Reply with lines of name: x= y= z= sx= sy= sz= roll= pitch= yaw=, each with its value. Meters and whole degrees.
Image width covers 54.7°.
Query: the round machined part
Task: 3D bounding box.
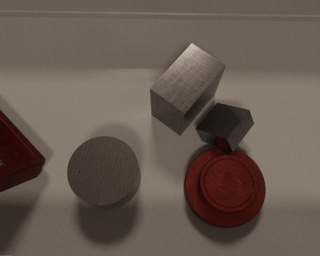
round machined part: x=0.079 y=0.070 z=0.376 sx=0.099 sy=0.042 sz=0.098 roll=0 pitch=70 yaw=-1

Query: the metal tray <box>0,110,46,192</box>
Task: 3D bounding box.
metal tray: x=-0.214 y=0.018 z=0.367 sx=0.130 sy=0.091 sz=0.030 roll=43 pitch=118 yaw=13

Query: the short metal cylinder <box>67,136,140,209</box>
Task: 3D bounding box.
short metal cylinder: x=-0.065 y=0.055 z=0.375 sx=0.081 sy=0.050 sz=0.080 roll=0 pitch=70 yaw=0

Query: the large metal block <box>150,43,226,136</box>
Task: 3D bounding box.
large metal block: x=0.033 y=-0.046 z=0.398 sx=0.050 sy=0.080 sz=0.080 roll=37 pitch=74 yaw=12

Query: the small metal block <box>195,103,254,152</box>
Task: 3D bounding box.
small metal block: x=0.083 y=-0.002 z=0.396 sx=0.050 sy=0.025 sz=0.050 roll=20 pitch=61 yaw=46
